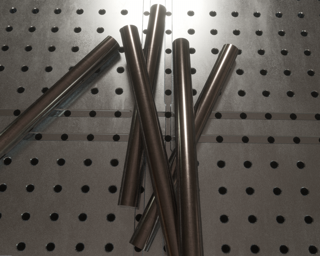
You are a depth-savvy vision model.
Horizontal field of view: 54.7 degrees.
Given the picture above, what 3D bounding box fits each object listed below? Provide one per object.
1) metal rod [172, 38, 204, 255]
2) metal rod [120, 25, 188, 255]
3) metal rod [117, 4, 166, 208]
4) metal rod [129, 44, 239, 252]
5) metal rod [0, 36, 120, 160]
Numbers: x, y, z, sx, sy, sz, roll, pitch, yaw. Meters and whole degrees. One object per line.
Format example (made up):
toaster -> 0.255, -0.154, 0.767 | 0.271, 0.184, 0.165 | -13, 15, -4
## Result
metal rod -> 0.031, 0.005, 0.383 | 0.025, 0.025, 0.299 | 0, 60, 0
metal rod -> -0.011, 0.001, 0.383 | 0.025, 0.025, 0.299 | -11, 71, -5
metal rod -> -0.021, -0.044, 0.427 | 0.025, 0.025, 0.299 | 7, 70, 2
metal rod -> 0.039, 0.012, 0.407 | 0.025, 0.025, 0.300 | 24, 71, 8
metal rod -> -0.166, -0.020, 0.416 | 0.025, 0.025, 0.301 | 39, 74, 13
